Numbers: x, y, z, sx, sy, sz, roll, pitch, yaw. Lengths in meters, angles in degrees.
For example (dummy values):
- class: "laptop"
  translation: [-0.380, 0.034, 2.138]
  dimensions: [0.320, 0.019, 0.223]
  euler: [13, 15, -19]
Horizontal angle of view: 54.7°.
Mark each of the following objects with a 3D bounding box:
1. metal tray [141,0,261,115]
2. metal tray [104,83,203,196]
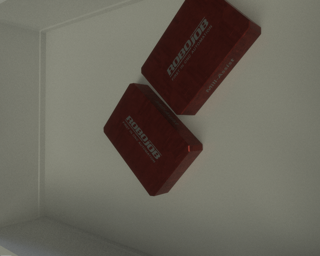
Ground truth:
- class: "metal tray"
  translation: [0.042, -0.090, 0.368]
  dimensions: [0.090, 0.030, 0.129]
  euler: [52, 120, 27]
- class: "metal tray"
  translation: [-0.015, 0.013, 0.414]
  dimensions: [0.130, 0.030, 0.089]
  euler: [49, 119, 28]
